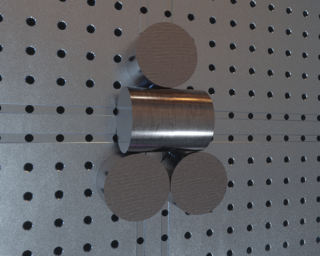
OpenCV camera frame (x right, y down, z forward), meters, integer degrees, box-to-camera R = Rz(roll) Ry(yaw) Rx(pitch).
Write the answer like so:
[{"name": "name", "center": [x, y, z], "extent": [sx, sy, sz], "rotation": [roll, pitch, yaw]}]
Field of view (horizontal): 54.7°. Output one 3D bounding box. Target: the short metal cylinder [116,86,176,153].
[{"name": "short metal cylinder", "center": [-0.020, -0.010, 0.377], "extent": [0.050, 0.080, 0.079], "rotation": [0, 90, -20]}]

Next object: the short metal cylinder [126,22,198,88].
[{"name": "short metal cylinder", "center": [0.001, -0.089, 0.400], "extent": [0.081, 0.050, 0.079], "rotation": [0, 90, -21]}]

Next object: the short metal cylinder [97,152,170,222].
[{"name": "short metal cylinder", "center": [-0.034, 0.070, 0.387], "extent": [0.081, 0.050, 0.079], "rotation": [0, 90, -21]}]

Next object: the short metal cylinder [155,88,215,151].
[{"name": "short metal cylinder", "center": [0.027, -0.010, 0.395], "extent": [0.050, 0.080, 0.079], "rotation": [0, 90, -20]}]

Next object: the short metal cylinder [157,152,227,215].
[{"name": "short metal cylinder", "center": [0.042, 0.070, 0.415], "extent": [0.081, 0.050, 0.079], "rotation": [0, 90, -21]}]
